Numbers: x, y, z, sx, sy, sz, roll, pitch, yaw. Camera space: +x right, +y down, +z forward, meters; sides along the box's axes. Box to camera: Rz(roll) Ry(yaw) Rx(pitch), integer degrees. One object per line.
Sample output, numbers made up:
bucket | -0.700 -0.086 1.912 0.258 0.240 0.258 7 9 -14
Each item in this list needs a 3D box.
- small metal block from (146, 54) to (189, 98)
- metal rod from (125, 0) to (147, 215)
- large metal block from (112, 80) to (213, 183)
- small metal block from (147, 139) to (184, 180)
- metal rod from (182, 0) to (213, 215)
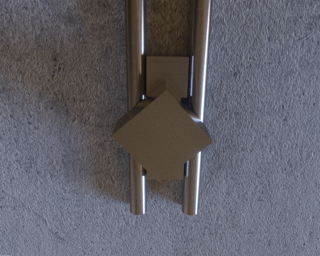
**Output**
small metal block | 0.009 -0.065 0.386 0.050 0.025 0.050 1 110 -1
metal rod | -0.030 -0.019 0.404 0.025 0.025 0.298 0 110 -1
large metal block | 0.003 0.004 0.370 0.080 0.050 0.080 -39 106 13
small metal block | 0.007 0.043 0.426 0.050 0.025 0.050 1 110 -1
metal rod | 0.047 -0.018 0.405 0.025 0.025 0.298 0 110 -1
